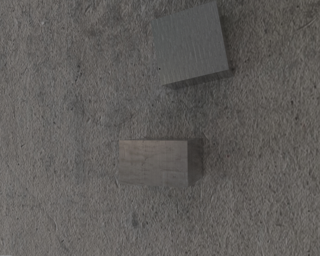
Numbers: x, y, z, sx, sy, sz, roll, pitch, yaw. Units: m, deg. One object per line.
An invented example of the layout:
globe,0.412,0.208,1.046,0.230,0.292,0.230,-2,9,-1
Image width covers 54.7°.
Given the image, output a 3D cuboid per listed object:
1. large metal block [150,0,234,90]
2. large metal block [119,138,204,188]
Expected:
large metal block,0.041,-0.097,0.381,0.080,0.050,0.080,-11,86,19
large metal block,0.005,0.038,0.378,0.080,0.080,0.050,-1,90,20
